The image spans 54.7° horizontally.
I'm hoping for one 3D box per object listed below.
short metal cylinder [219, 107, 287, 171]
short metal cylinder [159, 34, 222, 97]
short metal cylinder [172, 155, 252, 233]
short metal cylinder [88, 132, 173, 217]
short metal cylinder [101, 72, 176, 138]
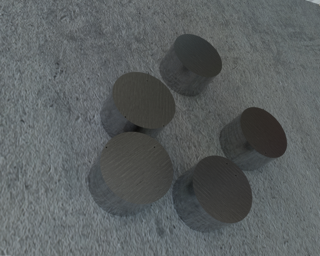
[{"bbox_3d":[0.135,0.017,0.450,0.081,0.050,0.080,14,56,-21],"label":"short metal cylinder"},{"bbox_3d":[0.046,-0.095,0.470,0.081,0.050,0.080,14,56,-21],"label":"short metal cylinder"},{"bbox_3d":[0.062,0.080,0.372,0.081,0.050,0.080,14,56,-21],"label":"short metal cylinder"},{"bbox_3d":[-0.033,0.051,0.339,0.081,0.050,0.080,14,56,-21],"label":"short metal cylinder"},{"bbox_3d":[-0.028,-0.023,0.386,0.081,0.050,0.080,14,56,-21],"label":"short metal cylinder"}]
